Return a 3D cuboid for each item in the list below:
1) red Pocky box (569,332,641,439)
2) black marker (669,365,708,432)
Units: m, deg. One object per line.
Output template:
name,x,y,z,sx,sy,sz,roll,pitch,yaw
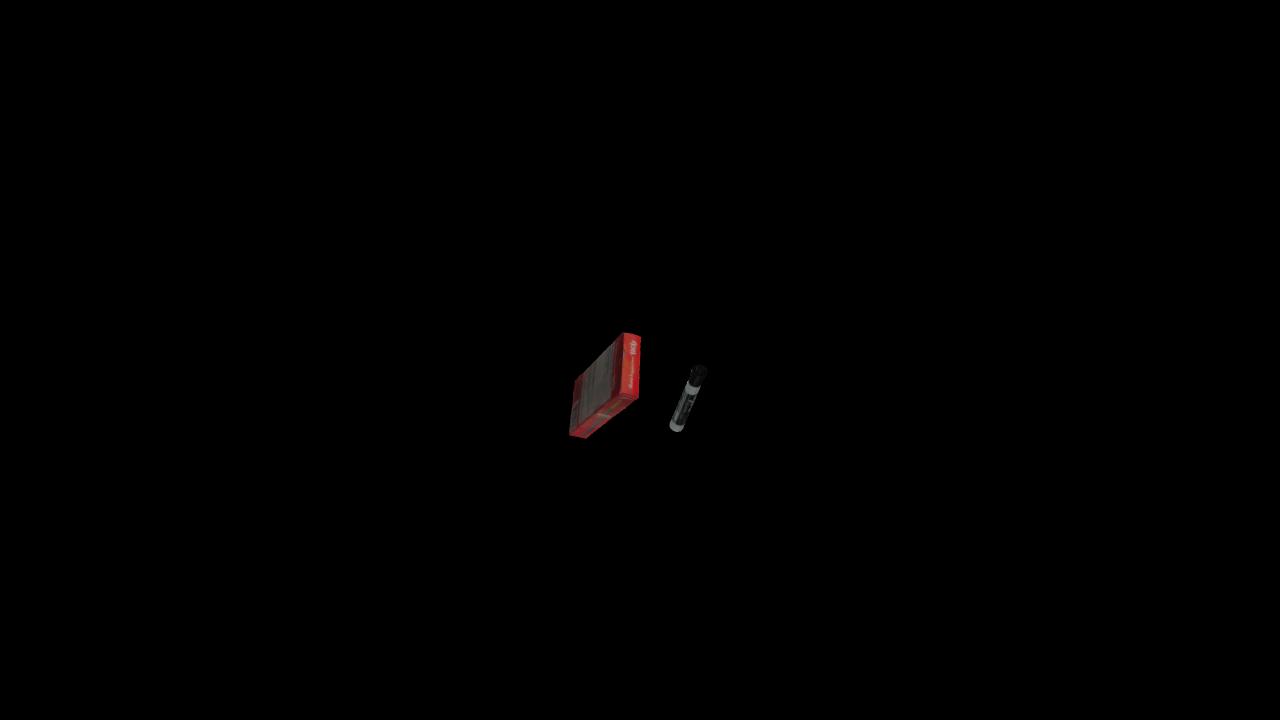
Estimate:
red Pocky box,-0.045,0.036,0.760,0.028,0.083,0.155,17,-31,-22
black marker,0.059,0.047,0.757,0.020,0.020,0.121,0,-40,-15
